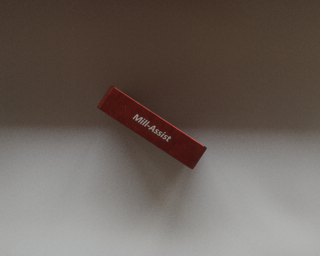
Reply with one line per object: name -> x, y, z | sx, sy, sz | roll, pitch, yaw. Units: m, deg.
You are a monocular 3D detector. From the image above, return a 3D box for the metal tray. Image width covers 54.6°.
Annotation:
metal tray -> -0.009, -0.001, 0.391 | 0.130, 0.090, 0.030 | 33, 91, -1
